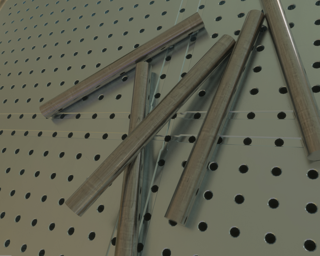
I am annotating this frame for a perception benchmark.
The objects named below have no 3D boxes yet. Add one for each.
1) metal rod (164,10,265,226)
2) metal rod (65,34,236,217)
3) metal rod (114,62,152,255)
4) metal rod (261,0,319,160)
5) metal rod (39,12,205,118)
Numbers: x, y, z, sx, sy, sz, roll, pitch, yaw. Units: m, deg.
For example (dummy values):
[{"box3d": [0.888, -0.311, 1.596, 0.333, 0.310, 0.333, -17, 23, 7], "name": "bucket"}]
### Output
[{"box3d": [0.075, -0.027, 0.385, 0.025, 0.025, 0.300, 12, 68, 33], "name": "metal rod"}, {"box3d": [-0.002, -0.013, 0.394, 0.025, 0.025, 0.301, 31, 71, 38], "name": "metal rod"}, {"box3d": [-0.032, 0.035, 0.404, 0.025, 0.025, 0.300, -11, 57, 22], "name": "metal rod"}, {"box3d": [0.157, -0.100, 0.387, 0.025, 0.025, 0.300, -14, 56, 20], "name": "metal rod"}, {"box3d": [-0.067, -0.098, 0.504, 0.300, 0.025, 0.025, -28, 52, 10], "name": "metal rod"}]
